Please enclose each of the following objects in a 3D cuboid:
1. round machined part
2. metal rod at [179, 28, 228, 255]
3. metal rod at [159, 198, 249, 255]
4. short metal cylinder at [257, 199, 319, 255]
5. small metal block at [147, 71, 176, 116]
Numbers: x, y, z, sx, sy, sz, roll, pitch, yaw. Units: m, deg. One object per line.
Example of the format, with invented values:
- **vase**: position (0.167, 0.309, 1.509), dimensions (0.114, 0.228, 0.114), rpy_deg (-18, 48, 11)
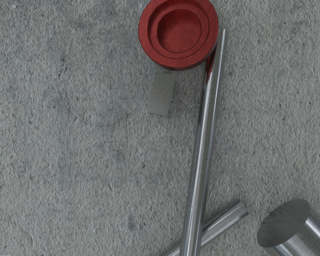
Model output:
- **round machined part**: position (0.025, -0.121, 0.396), dimensions (0.098, 0.042, 0.097), rpy_deg (0, 88, 10)
- **metal rod**: position (0.057, 0.019, 0.397), dimensions (0.025, 0.025, 0.298), rpy_deg (8, 85, -1)
- **metal rod**: position (-0.011, 0.192, 0.409), dimensions (0.301, 0.025, 0.025), rpy_deg (-36, 90, -1)
- **short metal cylinder**: position (0.169, 0.135, 0.385), dimensions (0.080, 0.080, 0.050), rpy_deg (-44, 90, 0)
- **small metal block**: position (0.002, -0.041, 0.398), dimensions (0.025, 0.050, 0.050), rpy_deg (12, 90, 0)
